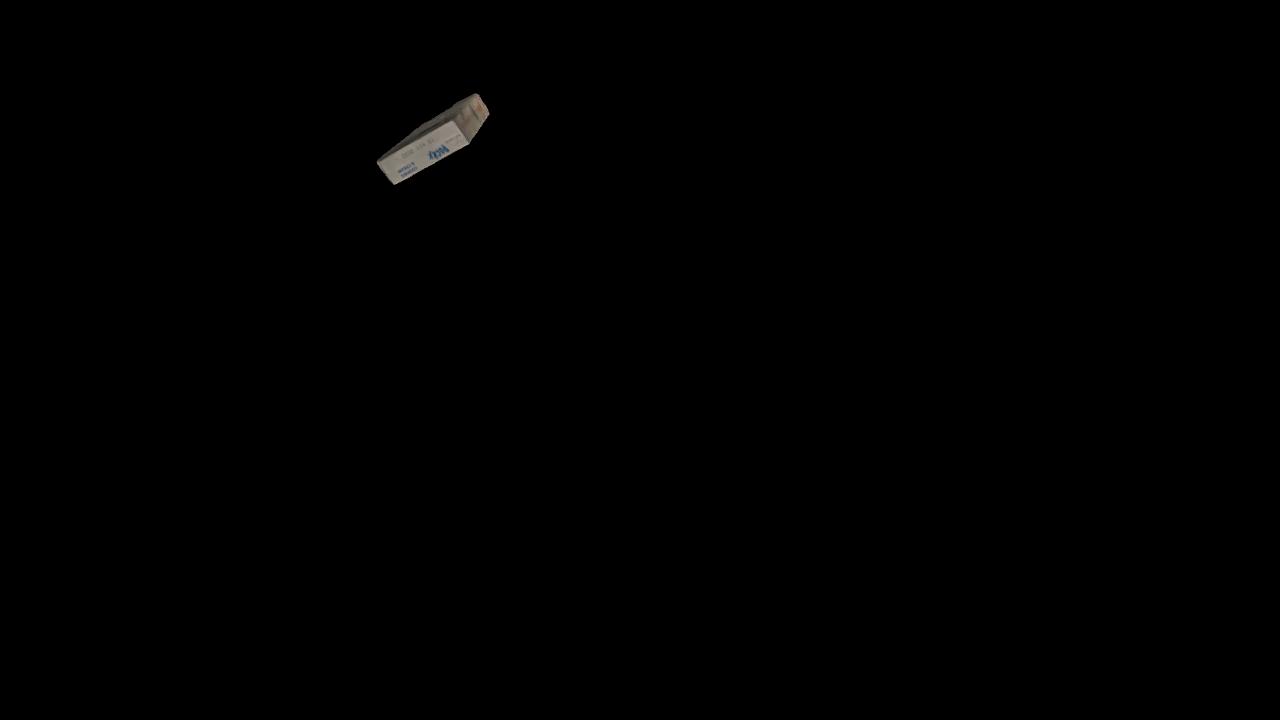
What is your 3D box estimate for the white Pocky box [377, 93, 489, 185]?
[{"bbox_3d":[-0.198,-0.221,0.605,0.084,0.028,0.154,-26,30,10],"label":"white Pocky box"}]
